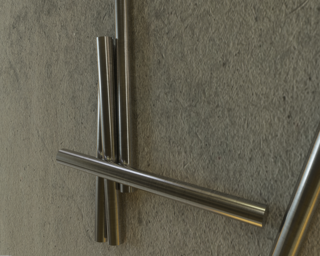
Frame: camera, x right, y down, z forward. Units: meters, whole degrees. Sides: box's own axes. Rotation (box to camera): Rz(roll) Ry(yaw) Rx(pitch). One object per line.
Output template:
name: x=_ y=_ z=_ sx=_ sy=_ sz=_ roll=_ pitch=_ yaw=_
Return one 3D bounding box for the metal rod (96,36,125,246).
metal rod: x=-0.072 y=0.020 z=0.451 sx=0.025 sy=0.025 sz=0.298 roll=0 pitch=94 yaw=40

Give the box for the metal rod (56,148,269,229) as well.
metal rod: x=-0.020 y=0.067 z=0.392 sx=0.300 sy=0.025 sz=0.025 roll=11 pitch=97 yaw=30

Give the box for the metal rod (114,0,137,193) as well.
metal rod: x=-0.050 y=-0.059 z=0.446 sx=0.025 sy=0.025 sz=0.298 roll=-3 pitch=88 yaw=40

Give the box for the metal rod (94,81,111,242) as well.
metal rod: x=-0.085 y=0.023 z=0.475 sx=0.025 sy=0.025 sz=0.298 roll=3 pitch=92 yaw=40

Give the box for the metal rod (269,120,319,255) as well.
metal rod: x=0.150 y=0.017 z=0.280 sx=0.025 sy=0.025 sz=0.298 roll=24 pitch=105 yaw=37
